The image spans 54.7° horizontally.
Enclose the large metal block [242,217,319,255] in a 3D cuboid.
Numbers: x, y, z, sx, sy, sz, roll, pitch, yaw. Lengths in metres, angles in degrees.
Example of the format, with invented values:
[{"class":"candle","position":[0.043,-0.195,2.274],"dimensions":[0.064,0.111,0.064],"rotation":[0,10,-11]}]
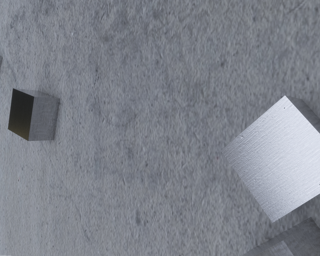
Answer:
[{"class":"large metal block","position":[0.108,0.130,0.279],"dimensions":[0.080,0.081,0.050],"rotation":[-45,63,30]}]

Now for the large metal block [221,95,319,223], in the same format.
[{"class":"large metal block","position":[0.120,0.028,0.289],"dimensions":[0.080,0.050,0.080],"rotation":[-47,62,29]}]

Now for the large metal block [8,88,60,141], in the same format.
[{"class":"large metal block","position":[-0.237,-0.026,0.581],"dimensions":[0.080,0.050,0.079],"rotation":[19,102,38]}]

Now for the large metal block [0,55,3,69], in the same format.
[{"class":"large metal block","position":[-0.422,-0.147,0.732],"dimensions":[0.080,0.050,0.079],"rotation":[36,112,34]}]
